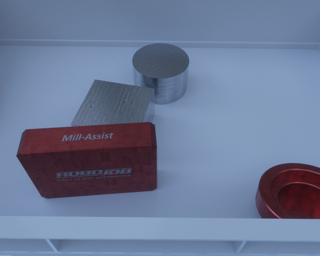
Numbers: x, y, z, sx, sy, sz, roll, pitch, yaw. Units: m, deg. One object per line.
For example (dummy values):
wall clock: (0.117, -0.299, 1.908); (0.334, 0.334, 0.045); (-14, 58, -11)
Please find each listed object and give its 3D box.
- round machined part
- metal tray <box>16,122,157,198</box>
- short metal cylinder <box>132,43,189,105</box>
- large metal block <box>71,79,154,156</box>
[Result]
round machined part: (0.148, 0.083, 0.315); (0.099, 0.042, 0.098); (1, 34, 0)
metal tray: (-0.069, 0.037, 0.330); (0.131, 0.089, 0.030); (-4, 50, -4)
short metal cylinder: (0.001, -0.080, 0.457); (0.081, 0.050, 0.080); (0, 50, 0)
large metal block: (-0.055, -0.012, 0.398); (0.080, 0.050, 0.080); (10, 51, 8)
